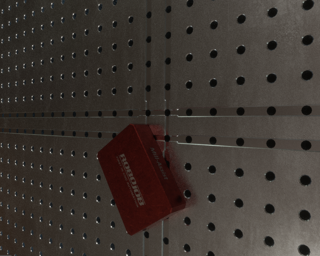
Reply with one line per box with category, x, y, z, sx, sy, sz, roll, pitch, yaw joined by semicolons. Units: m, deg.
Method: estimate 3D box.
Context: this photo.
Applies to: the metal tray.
metal tray;-0.031;0.070;0.429;0.090;0.030;0.130;-39;66;32
